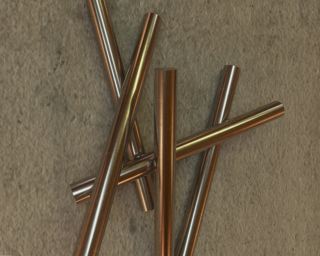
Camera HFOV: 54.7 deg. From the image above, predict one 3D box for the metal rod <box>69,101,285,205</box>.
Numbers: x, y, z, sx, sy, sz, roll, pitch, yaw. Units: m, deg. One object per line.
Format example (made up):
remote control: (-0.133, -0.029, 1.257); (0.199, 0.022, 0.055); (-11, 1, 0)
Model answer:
metal rod: (0.036, 0.024, 0.396); (0.302, 0.025, 0.025); (-21, 97, -19)

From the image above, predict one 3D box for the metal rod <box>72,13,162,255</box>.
metal rod: (-0.042, -0.006, 0.357); (0.025, 0.025, 0.299); (21, 69, -19)

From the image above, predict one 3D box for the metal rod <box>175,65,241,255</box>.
metal rod: (0.065, 0.057, 0.434); (0.025, 0.025, 0.299); (17, 84, -20)

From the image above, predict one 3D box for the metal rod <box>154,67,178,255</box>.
metal rod: (0.006, 0.080, 0.368); (0.025, 0.025, 0.298); (-7, 109, -20)

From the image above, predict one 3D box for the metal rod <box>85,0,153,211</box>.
metal rod: (-0.049, -0.040, 0.391); (0.025, 0.025, 0.298); (-16, 96, -20)
